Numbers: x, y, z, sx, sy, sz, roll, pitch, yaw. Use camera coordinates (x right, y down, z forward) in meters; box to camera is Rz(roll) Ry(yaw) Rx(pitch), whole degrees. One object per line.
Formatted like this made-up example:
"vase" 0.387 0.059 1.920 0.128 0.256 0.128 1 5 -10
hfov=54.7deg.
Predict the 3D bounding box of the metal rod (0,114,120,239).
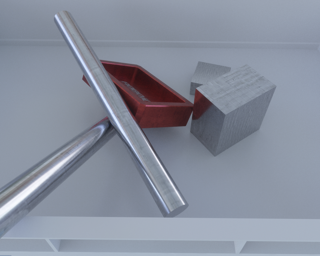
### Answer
"metal rod" -0.075 0.019 0.295 0.025 0.025 0.301 13 22 10

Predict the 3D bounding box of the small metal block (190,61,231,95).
"small metal block" 0.076 -0.071 0.466 0.050 0.025 0.050 13 51 10

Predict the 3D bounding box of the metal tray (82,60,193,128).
"metal tray" -0.030 -0.047 0.403 0.091 0.030 0.130 -3 34 -44

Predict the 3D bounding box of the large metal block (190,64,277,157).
"large metal block" 0.088 -0.022 0.389 0.081 0.080 0.050 -28 56 -22

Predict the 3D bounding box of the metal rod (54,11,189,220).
"metal rod" -0.057 -0.036 0.347 0.025 0.025 0.299 -23 61 -19
